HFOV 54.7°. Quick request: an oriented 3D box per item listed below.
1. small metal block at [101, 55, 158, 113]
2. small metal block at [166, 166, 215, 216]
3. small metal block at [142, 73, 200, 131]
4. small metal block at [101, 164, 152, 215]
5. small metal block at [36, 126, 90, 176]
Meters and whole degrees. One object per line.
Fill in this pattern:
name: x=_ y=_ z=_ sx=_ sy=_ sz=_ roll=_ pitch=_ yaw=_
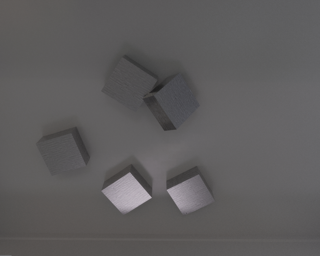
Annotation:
small metal block: x=-0.037 y=-0.056 z=0.390 sx=0.050 sy=0.025 sz=0.050 roll=32 pitch=107 yaw=-10
small metal block: x=0.044 y=0.090 z=0.445 sx=0.050 sy=0.025 sz=0.050 roll=-28 pitch=108 yaw=10
small metal block: x=0.015 y=-0.032 z=0.385 sx=0.050 sy=0.025 sz=0.050 roll=-45 pitch=110 yaw=-30
small metal block: x=-0.046 y=0.088 z=0.443 sx=0.050 sy=0.025 sz=0.050 roll=-34 pitch=107 yaw=11
small metal block: x=-0.131 y=0.031 z=0.422 sx=0.050 sy=0.025 sz=0.050 roll=-17 pitch=109 yaw=6
